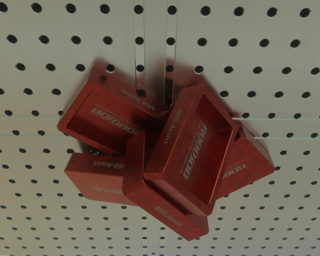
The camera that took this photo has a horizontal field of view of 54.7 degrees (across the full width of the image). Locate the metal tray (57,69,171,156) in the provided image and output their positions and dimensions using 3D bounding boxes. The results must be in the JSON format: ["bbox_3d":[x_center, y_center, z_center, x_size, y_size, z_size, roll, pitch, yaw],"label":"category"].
[{"bbox_3d":[-0.053,-0.007,0.402,0.131,0.030,0.090,29,124,-23],"label":"metal tray"}]

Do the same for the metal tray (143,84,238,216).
[{"bbox_3d":[0.042,0.024,0.365,0.030,0.130,0.090,-9,136,45],"label":"metal tray"}]

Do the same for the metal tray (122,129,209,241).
[{"bbox_3d":[0.010,0.073,0.391,0.030,0.090,0.130,-31,124,23],"label":"metal tray"}]

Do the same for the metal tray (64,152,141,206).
[{"bbox_3d":[-0.058,0.077,0.441,0.131,0.030,0.090,4,143,15],"label":"metal tray"}]

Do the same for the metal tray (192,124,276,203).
[{"bbox_3d":[0.089,0.059,0.458,0.130,0.030,0.090,-34,123,25],"label":"metal tray"}]
